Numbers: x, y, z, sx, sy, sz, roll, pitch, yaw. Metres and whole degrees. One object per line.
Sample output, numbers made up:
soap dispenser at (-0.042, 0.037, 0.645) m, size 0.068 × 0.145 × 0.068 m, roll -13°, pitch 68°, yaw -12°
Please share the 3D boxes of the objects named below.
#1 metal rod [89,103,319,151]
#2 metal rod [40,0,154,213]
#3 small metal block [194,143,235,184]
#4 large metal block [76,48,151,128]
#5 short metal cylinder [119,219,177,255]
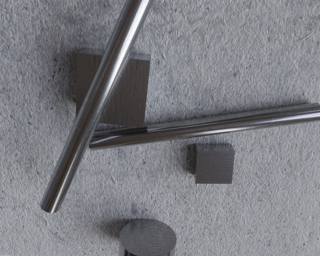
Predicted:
metal rod at (0.056, -0.001, 0.410) m, size 0.302 × 0.025 × 0.025 m, roll -7°, pitch 110°, yaw 2°
metal rod at (-0.073, -0.027, 0.345) m, size 0.025 × 0.025 × 0.298 m, roll 25°, pitch 108°, yaw -9°
small metal block at (0.074, 0.049, 0.429) m, size 0.050 × 0.025 × 0.050 m, roll 0°, pitch 110°, yaw -1°
large metal block at (-0.055, -0.050, 0.377) m, size 0.081 × 0.050 × 0.079 m, roll 6°, pitch 110°, yaw -3°
short metal cylinder at (-0.019, 0.177, 0.445) m, size 0.081 × 0.080 × 0.050 m, roll 4°, pitch 110°, yaw -2°
